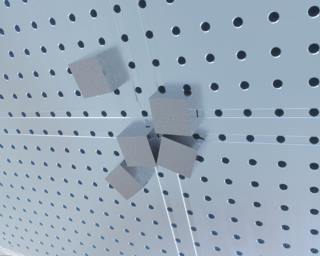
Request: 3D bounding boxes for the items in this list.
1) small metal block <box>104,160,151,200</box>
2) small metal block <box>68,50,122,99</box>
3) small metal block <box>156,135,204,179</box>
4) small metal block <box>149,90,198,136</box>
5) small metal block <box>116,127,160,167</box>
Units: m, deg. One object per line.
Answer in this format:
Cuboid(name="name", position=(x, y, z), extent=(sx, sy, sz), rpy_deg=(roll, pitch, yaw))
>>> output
Cuboid(name="small metal block", position=(-0.051, 0.079, 0.488), extent=(0.050, 0.025, 0.050), rpy_deg=(44, 129, -3))
Cuboid(name="small metal block", position=(-0.086, -0.071, 0.414), extent=(0.050, 0.025, 0.050), rpy_deg=(-8, 115, 31))
Cuboid(name="small metal block", position=(0.027, 0.033, 0.418), extent=(0.050, 0.025, 0.050), rpy_deg=(22, 127, 15))
Cuboid(name="small metal block", position=(0.018, -0.019, 0.390), extent=(0.050, 0.025, 0.050), rpy_deg=(4, 121, 26))
Cuboid(name="small metal block", position=(-0.028, 0.028, 0.444), extent=(0.050, 0.025, 0.050), rpy_deg=(-3, 117, 30))
